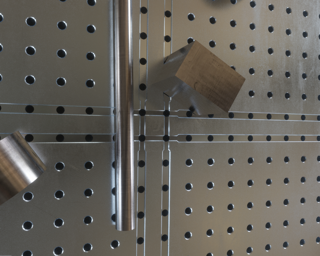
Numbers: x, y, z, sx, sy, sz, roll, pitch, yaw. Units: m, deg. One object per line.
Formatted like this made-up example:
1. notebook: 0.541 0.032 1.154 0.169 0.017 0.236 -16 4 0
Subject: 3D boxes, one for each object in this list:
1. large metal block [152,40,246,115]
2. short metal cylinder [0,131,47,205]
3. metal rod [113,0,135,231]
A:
1. large metal block: 0.047 -0.060 0.402 0.080 0.080 0.050 33 79 -18
2. short metal cylinder: -0.168 0.046 0.322 0.080 0.080 0.050 -36 102 -17
3. metal rod: -0.046 -0.021 0.396 0.025 0.025 0.298 -1 90 -20
